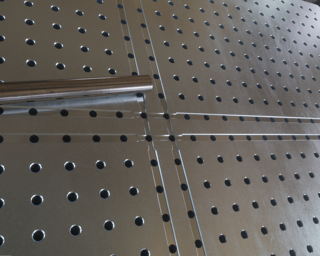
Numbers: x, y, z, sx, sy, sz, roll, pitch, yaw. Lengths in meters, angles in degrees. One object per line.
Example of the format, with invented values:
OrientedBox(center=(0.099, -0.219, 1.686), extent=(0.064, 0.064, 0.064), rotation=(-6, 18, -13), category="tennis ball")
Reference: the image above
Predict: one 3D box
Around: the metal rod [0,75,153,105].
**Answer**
OrientedBox(center=(-0.143, -0.042, 0.356), extent=(0.302, 0.025, 0.025), rotation=(-9, 67, -32), category="metal rod")
